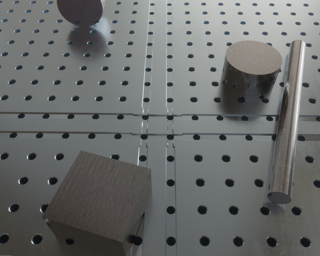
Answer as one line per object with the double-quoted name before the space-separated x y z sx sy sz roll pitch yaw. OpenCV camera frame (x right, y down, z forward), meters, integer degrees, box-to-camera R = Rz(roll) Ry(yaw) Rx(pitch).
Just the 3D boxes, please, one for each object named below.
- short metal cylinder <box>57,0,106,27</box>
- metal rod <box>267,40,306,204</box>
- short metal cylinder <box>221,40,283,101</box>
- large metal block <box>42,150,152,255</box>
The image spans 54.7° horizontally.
"short metal cylinder" -0.142 -0.235 0.569 0.080 0.080 0.050 1 50 0
"metal rod" 0.183 -0.031 0.434 0.025 0.025 0.301 15 52 12
"short metal cylinder" 0.135 -0.087 0.465 0.080 0.050 0.080 0 50 0
"large metal block" -0.060 0.079 0.325 0.080 0.050 0.080 13 51 11
